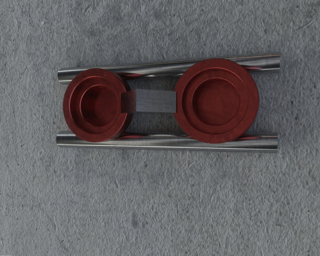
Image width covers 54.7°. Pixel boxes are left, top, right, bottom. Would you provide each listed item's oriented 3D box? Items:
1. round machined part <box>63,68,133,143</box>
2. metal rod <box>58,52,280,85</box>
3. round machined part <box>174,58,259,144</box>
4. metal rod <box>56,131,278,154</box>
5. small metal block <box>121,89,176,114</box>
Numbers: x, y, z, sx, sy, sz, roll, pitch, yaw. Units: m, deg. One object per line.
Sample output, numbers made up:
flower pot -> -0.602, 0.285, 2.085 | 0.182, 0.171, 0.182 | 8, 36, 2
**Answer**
round machined part -> -0.079, -0.030, 0.424 | 0.098, 0.042, 0.097 | 0, 90, 20
metal rod -> -0.002, -0.076, 0.410 | 0.301, 0.025, 0.025 | 0, 90, 19
round machined part -> 0.068, -0.031, 0.371 | 0.098, 0.042, 0.097 | 0, 90, 20
metal rod -> -0.005, 0.017, 0.411 | 0.301, 0.025, 0.025 | 0, 90, 19
small metal block -> -0.015, -0.030, 0.374 | 0.050, 0.050, 0.025 | -1, 89, 63
